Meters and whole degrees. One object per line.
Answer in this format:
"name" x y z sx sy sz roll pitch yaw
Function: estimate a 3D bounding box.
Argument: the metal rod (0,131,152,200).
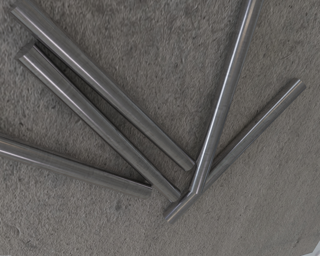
"metal rod" -0.127 0.038 0.360 0.301 0.025 0.025 27 103 -38

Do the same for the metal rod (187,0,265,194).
"metal rod" 0.086 -0.040 0.420 0.025 0.025 0.298 0 116 -29

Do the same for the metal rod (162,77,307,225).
"metal rod" 0.115 0.039 0.493 0.300 0.025 0.025 -47 129 5

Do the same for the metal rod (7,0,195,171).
"metal rod" -0.042 -0.028 0.366 0.025 0.025 0.300 -44 129 2

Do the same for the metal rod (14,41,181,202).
"metal rod" -0.053 0.015 0.387 0.025 0.025 0.300 -41 130 -1
